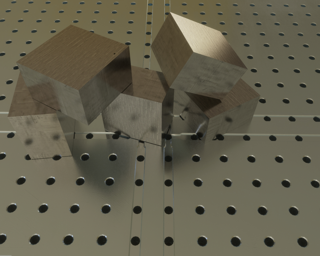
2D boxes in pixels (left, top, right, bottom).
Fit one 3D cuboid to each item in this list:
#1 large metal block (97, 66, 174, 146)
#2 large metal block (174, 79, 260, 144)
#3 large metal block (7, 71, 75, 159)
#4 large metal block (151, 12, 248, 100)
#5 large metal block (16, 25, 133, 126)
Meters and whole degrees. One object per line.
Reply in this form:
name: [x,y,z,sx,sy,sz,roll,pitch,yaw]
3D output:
large metal block: [-0.028,-0.030,0.396,0.080,0.080,0.050,15,52,11]
large metal block: [0.073,-0.037,0.423,0.081,0.050,0.080,-24,54,-19]
large metal block: [-0.141,-0.019,0.385,0.050,0.080,0.080,-5,50,-4]
large metal block: [0.045,-0.086,0.375,0.081,0.050,0.080,8,44,-32]
large metal block: [-0.088,-0.060,0.335,0.080,0.050,0.080,25,54,19]
